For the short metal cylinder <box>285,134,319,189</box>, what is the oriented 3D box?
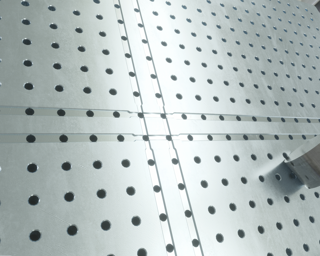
[{"bbox_3d":[0.242,0.049,0.477,0.081,0.080,0.050,-31,79,-38],"label":"short metal cylinder"}]
